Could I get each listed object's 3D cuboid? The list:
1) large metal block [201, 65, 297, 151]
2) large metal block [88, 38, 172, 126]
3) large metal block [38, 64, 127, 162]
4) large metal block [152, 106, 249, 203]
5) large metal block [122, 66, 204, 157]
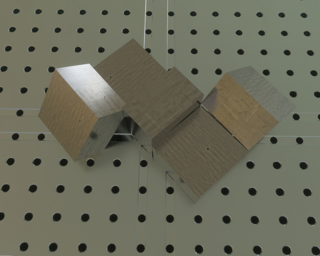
[{"bbox_3d":[0.112,-0.029,0.387,0.080,0.050,0.081,47,37,14],"label":"large metal block"},{"bbox_3d":[-0.039,-0.059,0.420,0.080,0.050,0.080,-40,76,-12],"label":"large metal block"},{"bbox_3d":[-0.096,-0.020,0.382,0.080,0.080,0.050,47,38,15],"label":"large metal block"},{"bbox_3d":[0.048,0.034,0.386,0.080,0.050,0.080,-39,73,-13],"label":"large metal block"},{"bbox_3d":[0.003,-0.018,0.389,0.080,0.080,0.050,-40,76,-13],"label":"large metal block"}]
